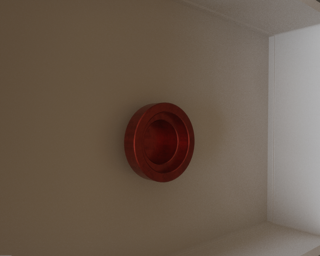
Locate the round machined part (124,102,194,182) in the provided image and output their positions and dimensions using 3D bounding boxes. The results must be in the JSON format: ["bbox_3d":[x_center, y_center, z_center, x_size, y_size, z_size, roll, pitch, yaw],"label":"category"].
[{"bbox_3d":[-0.005,0.017,0.393,0.099,0.042,0.097,0,90,-40],"label":"round machined part"}]
